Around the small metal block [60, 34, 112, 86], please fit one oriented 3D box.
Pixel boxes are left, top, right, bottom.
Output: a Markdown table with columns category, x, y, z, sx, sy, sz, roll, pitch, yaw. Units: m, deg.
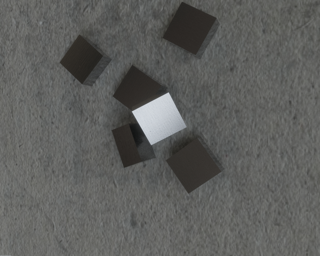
| category | x | y | z | sx | sy | sz | roll | pitch | yaw |
| --- | --- | --- | --- | --- | --- | --- | --- | --- | --- |
| small metal block | -0.107 | -0.096 | 0.445 | 0.050 | 0.025 | 0.050 | 43 | 103 | 14 |

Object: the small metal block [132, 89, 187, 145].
| category | x | y | z | sx | sy | sz | roll | pitch | yaw |
| --- | --- | --- | --- | --- | --- | --- | --- | --- | --- |
| small metal block | -0.001 | -0.014 | 0.393 | 0.050 | 0.025 | 0.050 | -27 | 107 | 3 |

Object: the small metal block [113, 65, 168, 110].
| category | x | y | z | sx | sy | sz | roll | pitch | yaw |
| --- | --- | --- | --- | --- | --- | --- | --- | --- | --- |
| small metal block | -0.027 | -0.049 | 0.417 | 0.050 | 0.025 | 0.050 | 37 | 102 | 16 |

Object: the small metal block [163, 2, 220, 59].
| category | x | y | z | sx | sy | sz | roll | pitch | yaw |
| --- | --- | --- | --- | --- | --- | --- | --- | --- | --- |
| small metal block | 0.040 | -0.123 | 0.394 | 0.050 | 0.025 | 0.050 | 32 | 100 | 16 |

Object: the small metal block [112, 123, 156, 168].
| category | x | y | z | sx | sy | sz | roll | pitch | yaw |
| --- | --- | --- | --- | --- | --- | --- | --- | --- | --- |
| small metal block | -0.033 | 0.022 | 0.406 | 0.025 | 0.050 | 0.050 | -21 | 83 | 18 |

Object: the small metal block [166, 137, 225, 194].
| category | x | y | z | sx | sy | sz | roll | pitch | yaw |
| --- | --- | --- | --- | --- | --- | --- | --- | --- | --- |
| small metal block | 0.045 | 0.047 | 0.393 | 0.050 | 0.025 | 0.050 | -38 | 78 | 16 |
